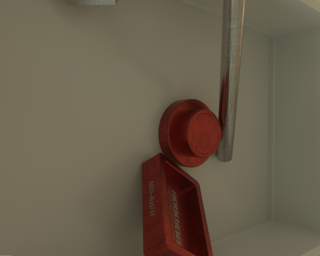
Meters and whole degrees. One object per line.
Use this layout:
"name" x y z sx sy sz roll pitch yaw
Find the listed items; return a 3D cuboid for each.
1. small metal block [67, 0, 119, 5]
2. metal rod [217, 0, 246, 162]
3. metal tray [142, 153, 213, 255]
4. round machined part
"small metal block" -0.071 -0.155 0.319 0.025 0.050 0.050 -86 176 -56
"metal rod" 0.092 -0.070 0.407 0.025 0.025 0.298 -38 138 -34
"metal tray" 0.020 0.103 0.374 0.090 0.030 0.130 41 27 -32
"round machined part" 0.049 0.008 0.439 0.099 0.042 0.097 0 90 -40
